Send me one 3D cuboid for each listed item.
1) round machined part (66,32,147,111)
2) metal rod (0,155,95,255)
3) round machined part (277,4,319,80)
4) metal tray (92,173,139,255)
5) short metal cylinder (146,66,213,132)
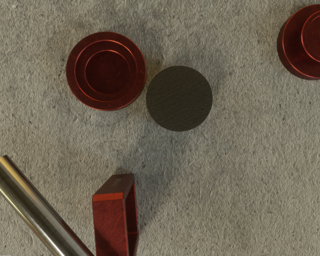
[{"bbox_3d":[-0.066,-0.070,0.401,0.099,0.042,0.097,0,90,-1],"label":"round machined part"},{"bbox_3d":[-0.050,0.146,0.279,0.025,0.025,0.300,-41,90,0],"label":"metal rod"},{"bbox_3d":[0.209,-0.114,0.404,0.099,0.042,0.097,0,90,-1],"label":"round machined part"},{"bbox_3d":[-0.046,0.107,0.357,0.030,0.130,0.089,-4,90,0],"label":"metal tray"},{"bbox_3d":[0.023,-0.036,0.398,0.081,0.050,0.079,0,90,-1],"label":"short metal cylinder"}]
